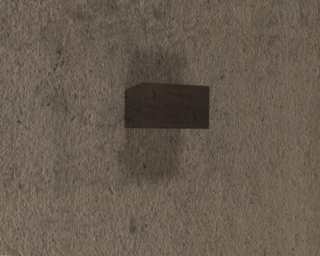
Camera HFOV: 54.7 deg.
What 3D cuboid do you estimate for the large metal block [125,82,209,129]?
[{"bbox_3d":[0.006,-0.024,0.383,0.081,0.080,0.050,1,90,-20],"label":"large metal block"}]
